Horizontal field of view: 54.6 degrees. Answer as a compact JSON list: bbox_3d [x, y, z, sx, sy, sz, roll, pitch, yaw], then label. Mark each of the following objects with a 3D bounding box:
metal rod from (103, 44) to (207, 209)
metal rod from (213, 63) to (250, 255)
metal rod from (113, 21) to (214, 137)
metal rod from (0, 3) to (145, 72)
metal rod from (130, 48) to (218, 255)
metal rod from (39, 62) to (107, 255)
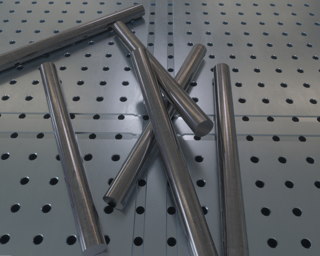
[{"bbox_3d":[0.007,-0.024,0.427,0.025,0.025,0.301,18,52,14],"label":"metal rod"},{"bbox_3d":[0.085,0.023,0.388,0.025,0.025,0.300,3,50,3],"label":"metal rod"},{"bbox_3d":[-0.011,-0.090,0.459,0.025,0.025,0.300,-19,45,-16],"label":"metal rod"},{"bbox_3d":[-0.157,-0.160,0.541,0.302,0.025,0.025,-30,56,-23],"label":"metal rod"},{"bbox_3d":[0.009,0.018,0.366,0.025,0.025,0.299,-12,59,-10],"label":"metal rod"},{"bbox_3d":[-0.120,0.014,0.395,0.025,0.025,0.300,-17,52,-14],"label":"metal rod"}]
